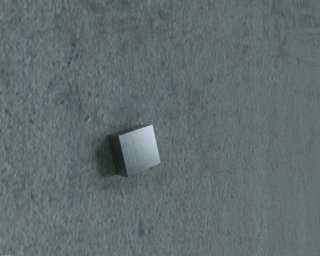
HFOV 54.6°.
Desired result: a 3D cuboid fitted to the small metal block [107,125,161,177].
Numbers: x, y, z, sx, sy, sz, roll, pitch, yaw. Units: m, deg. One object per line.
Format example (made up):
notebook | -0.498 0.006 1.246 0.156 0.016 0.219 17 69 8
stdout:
small metal block | -0.031 0.026 0.378 0.050 0.025 0.050 -19 102 -38
